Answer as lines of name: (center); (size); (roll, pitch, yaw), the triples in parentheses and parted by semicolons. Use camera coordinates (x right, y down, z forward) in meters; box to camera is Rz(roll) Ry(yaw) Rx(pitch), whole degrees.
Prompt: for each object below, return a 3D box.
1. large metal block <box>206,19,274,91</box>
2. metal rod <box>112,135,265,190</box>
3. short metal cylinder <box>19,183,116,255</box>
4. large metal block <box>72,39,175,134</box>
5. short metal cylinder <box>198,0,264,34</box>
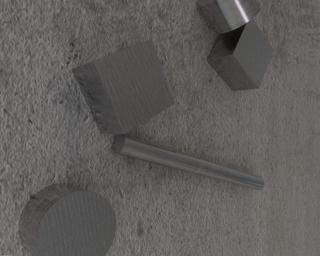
large metal block: (0.130, -0.117, 0.497); (0.080, 0.050, 0.080); (40, 66, -33)
metal rod: (0.063, 0.058, 0.457); (0.302, 0.025, 0.025); (20, 78, -38)
short metal cylinder: (-0.092, 0.099, 0.311); (0.081, 0.050, 0.080); (0, 90, -40)
large metal block: (-0.040, -0.047, 0.355); (0.081, 0.050, 0.080); (-33, 111, -35)
short metal cylinder: (0.103, -0.184, 0.454); (0.050, 0.080, 0.080); (51, 60, -28)
